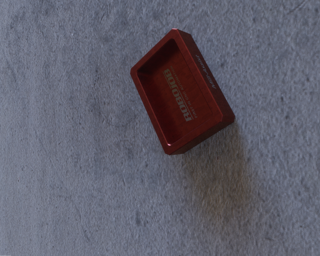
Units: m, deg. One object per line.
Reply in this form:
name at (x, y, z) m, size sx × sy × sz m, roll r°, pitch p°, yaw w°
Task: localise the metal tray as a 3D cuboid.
metal tray at (0.022, -0.043, 0.381) m, size 0.090 × 0.030 × 0.130 m, roll -37°, pitch 68°, yaw 33°
